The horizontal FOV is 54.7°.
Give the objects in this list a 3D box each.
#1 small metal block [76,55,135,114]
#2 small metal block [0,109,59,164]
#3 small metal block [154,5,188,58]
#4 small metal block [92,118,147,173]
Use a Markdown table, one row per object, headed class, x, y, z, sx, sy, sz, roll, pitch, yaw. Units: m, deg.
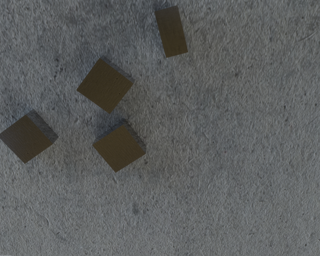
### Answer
| class | x | y | z | sx | sy | sz | roll | pitch | yaw |
| --- | --- | --- | --- | --- | --- | --- | --- | --- | --- |
| small metal block | -0.067 | -0.054 | 0.389 | 0.050 | 0.025 | 0.050 | 37 | 106 | -13 |
| small metal block | -0.174 | 0.011 | 0.412 | 0.050 | 0.025 | 0.050 | -34 | 107 | 11 |
| small metal block | 0.012 | -0.111 | 0.355 | 0.025 | 0.050 | 0.050 | -14 | 110 | 5 |
| small metal block | -0.054 | 0.024 | 0.418 | 0.050 | 0.025 | 0.050 | -33 | 107 | 11 |
